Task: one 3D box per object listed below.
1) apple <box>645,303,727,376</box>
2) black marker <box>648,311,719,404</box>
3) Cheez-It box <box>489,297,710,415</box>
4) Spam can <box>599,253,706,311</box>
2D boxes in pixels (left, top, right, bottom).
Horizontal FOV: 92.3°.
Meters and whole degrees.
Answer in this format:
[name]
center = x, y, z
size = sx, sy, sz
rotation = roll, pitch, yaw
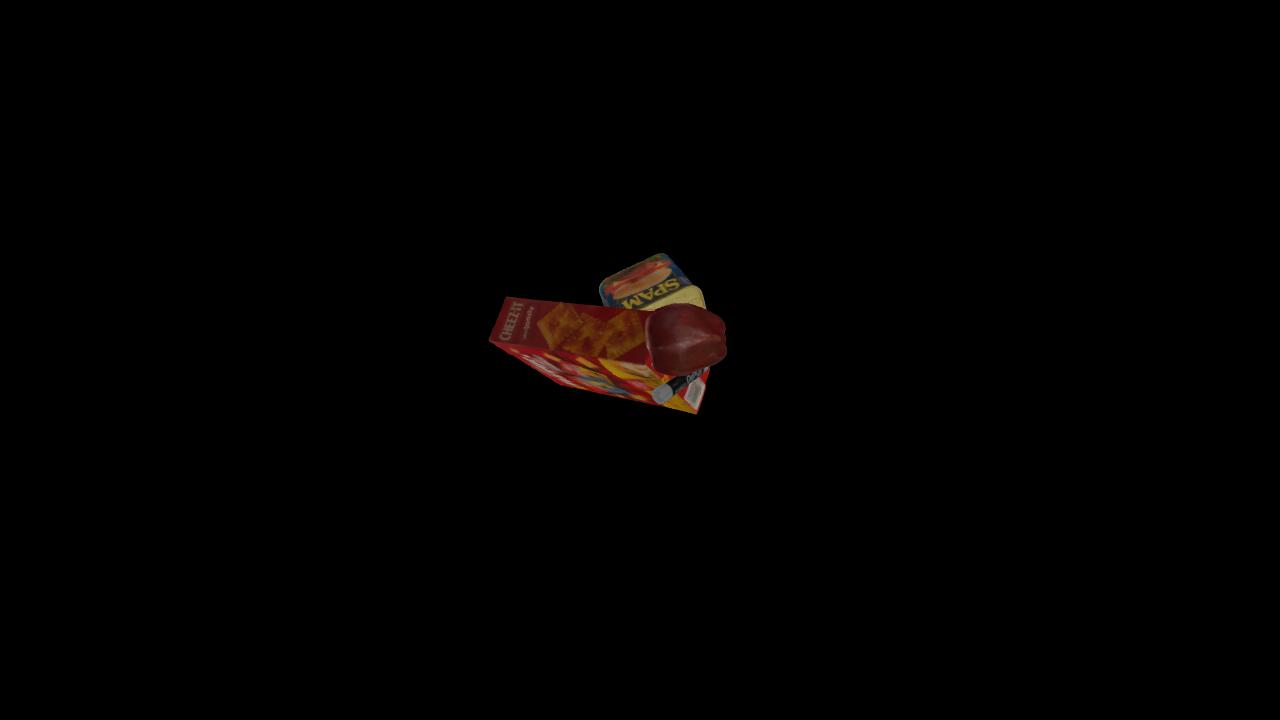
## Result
[apple]
center = 0.045, -0.022, 0.656
size = 0.093, 0.079, 0.079
rotation = -4, 0, 2
[black marker]
center = 0.057, 0.017, 0.708
size = 0.020, 0.020, 0.121
rotation = 0, 23, 42
[Cheez-It box]
center = -0.046, -0.006, 0.756
size = 0.223, 0.071, 0.166
rotation = 9, -18, 30
[Spam can]
center = 0.012, -0.070, 0.716
size = 0.101, 0.058, 0.085
rotation = -25, 44, -6
